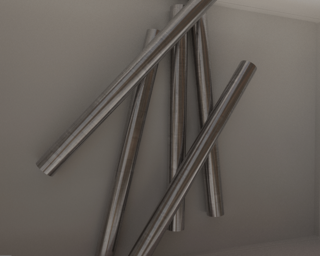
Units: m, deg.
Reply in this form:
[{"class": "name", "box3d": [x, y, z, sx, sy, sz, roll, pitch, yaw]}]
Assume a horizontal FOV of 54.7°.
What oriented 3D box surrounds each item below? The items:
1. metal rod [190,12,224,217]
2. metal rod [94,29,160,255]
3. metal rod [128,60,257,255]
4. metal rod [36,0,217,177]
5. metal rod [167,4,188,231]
[{"class": "metal rod", "box3d": [0.065, -0.026, 0.434, 0.025, 0.025, 0.298, -6, 92, -20]}, {"class": "metal rod", "box3d": [-0.038, 0.020, 0.396, 0.025, 0.025, 0.299, 14, 85, -20]}, {"class": "metal rod", "box3d": [0.045, 0.040, 0.399, 0.025, 0.025, 0.300, 35, 79, -17]}, {"class": "metal rod", "box3d": [-0.034, -0.062, 0.375, 0.025, 0.025, 0.300, 44, 84, -15]}, {"class": "metal rod", "box3d": [0.023, -0.014, 0.418, 0.025, 0.025, 0.298, 1, 90, -20]}]
